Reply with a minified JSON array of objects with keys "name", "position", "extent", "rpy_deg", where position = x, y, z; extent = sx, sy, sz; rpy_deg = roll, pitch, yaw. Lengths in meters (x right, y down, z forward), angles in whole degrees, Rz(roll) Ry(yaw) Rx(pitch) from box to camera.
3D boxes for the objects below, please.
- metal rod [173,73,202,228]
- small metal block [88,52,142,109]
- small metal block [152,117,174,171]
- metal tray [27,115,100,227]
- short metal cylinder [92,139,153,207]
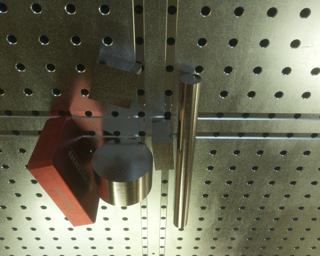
[{"name":"metal rod","position":[0.036,0.056,0.459],"extent":[0.025,0.025,0.298],"rpy_deg":[0,130,0]},{"name":"small metal block","position":[-0.053,-0.055,0.364],"extent":[0.050,0.025,0.050],"rpy_deg":[14,129,-12]},{"name":"small metal block","position":[0.004,0.021,0.413],"extent":[0.025,0.050,0.050],"rpy_deg":[-4,130,3]},{"name":"metal tray","position":[-0.119,0.059,0.417],"extent":[0.030,0.090,0.129],"rpy_deg":[-11,130,9]},{"name":"short metal cylinder","position":[-0.050,0.060,0.426],"extent":[0.081,0.080,0.050],"rpy_deg":[2,130,-2]}]
